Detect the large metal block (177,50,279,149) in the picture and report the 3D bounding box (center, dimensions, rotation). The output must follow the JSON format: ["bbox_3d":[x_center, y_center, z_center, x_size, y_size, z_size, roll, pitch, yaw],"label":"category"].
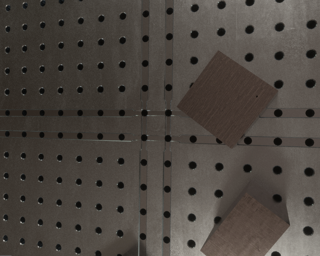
[{"bbox_3d":[0.081,-0.032,0.370,0.080,0.050,0.080,39,102,15],"label":"large metal block"}]

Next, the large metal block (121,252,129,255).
[{"bbox_3d":[-0.063,0.233,0.420,0.080,0.050,0.080,-40,78,15],"label":"large metal block"}]

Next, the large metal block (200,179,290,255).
[{"bbox_3d":[0.097,0.111,0.349,0.050,0.080,0.080,37,102,16],"label":"large metal block"}]
